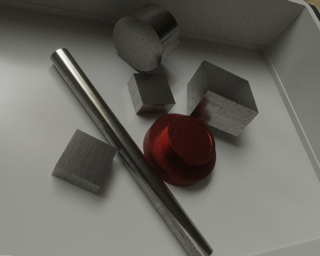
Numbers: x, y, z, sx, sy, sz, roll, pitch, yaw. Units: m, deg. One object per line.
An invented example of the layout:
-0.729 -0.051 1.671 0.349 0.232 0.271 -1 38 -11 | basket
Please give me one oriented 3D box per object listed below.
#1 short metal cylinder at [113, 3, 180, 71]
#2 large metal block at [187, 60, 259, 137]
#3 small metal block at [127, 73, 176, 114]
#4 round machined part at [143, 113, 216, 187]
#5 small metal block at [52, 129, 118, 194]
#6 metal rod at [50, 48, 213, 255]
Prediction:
-0.019 -0.128 0.440 0.080 0.080 0.050 40 51 -1 | short metal cylinder
0.089 -0.044 0.454 0.080 0.050 0.080 22 39 -16 | large metal block
-0.012 -0.048 0.430 0.050 0.025 0.050 -4 64 -30 | small metal block
0.032 0.022 0.400 0.099 0.042 0.098 14 56 -21 | round machined part
-0.082 0.037 0.340 0.050 0.025 0.050 28 52 -11 | small metal block
-0.039 0.026 0.369 0.025 0.025 0.299 -30 78 -38 | metal rod
